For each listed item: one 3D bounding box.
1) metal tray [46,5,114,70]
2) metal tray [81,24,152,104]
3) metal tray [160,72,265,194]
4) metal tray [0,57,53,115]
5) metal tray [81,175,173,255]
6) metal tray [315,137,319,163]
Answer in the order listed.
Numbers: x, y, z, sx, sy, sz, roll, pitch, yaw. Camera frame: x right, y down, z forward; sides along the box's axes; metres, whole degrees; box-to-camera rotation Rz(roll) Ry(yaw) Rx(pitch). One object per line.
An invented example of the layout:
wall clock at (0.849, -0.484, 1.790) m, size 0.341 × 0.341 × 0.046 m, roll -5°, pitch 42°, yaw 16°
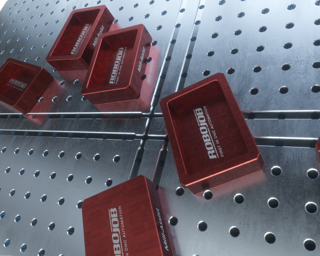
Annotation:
metal tray at (-0.152, -0.172, 0.591) m, size 0.090 × 0.030 × 0.130 m, roll 5°, pitch 64°, yaw 30°
metal tray at (-0.069, -0.105, 0.506) m, size 0.090 × 0.030 × 0.130 m, roll -5°, pitch 59°, yaw 26°
metal tray at (0.057, 0.003, 0.373) m, size 0.090 × 0.030 × 0.130 m, roll -24°, pitch 53°, yaw 14°
metal tray at (-0.279, -0.085, 0.605) m, size 0.130 × 0.030 × 0.090 m, roll 20°, pitch 72°, yaw 35°
metal tray at (-0.038, 0.128, 0.347) m, size 0.090 × 0.030 × 0.130 m, roll -25°, pitch 53°, yaw 12°
metal tray at (0.225, 0.012, 0.280) m, size 0.130 × 0.030 × 0.090 m, roll 24°, pitch 75°, yaw 36°
